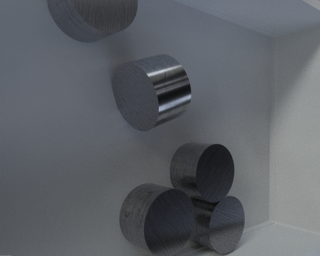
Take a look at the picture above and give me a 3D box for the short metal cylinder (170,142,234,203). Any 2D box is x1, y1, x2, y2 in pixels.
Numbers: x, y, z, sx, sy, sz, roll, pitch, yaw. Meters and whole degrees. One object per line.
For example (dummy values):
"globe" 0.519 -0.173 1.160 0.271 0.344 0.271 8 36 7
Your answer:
"short metal cylinder" 0.061 0.061 0.441 0.081 0.050 0.080 0 90 -40

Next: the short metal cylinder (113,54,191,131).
"short metal cylinder" -0.010 -0.042 0.362 0.050 0.080 0.080 -24 106 -37

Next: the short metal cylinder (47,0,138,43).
"short metal cylinder" -0.071 -0.136 0.330 0.081 0.050 0.080 0 90 -40

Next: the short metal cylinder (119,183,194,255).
"short metal cylinder" -0.003 0.113 0.388 0.081 0.050 0.080 0 90 -40

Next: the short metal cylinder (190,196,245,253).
"short metal cylinder" 0.080 0.136 0.458 0.081 0.050 0.080 0 91 -40
